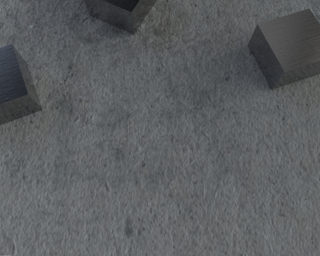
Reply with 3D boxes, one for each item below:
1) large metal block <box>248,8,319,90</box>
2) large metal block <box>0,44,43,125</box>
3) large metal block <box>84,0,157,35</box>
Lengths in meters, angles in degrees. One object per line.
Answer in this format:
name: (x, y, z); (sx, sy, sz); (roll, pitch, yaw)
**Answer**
large metal block: (0.184, -0.111, 0.438); (0.081, 0.050, 0.080); (-19, 71, -7)
large metal block: (-0.215, -0.053, 0.412); (0.080, 0.050, 0.080); (-22, 72, -8)
large metal block: (-0.057, -0.201, 0.468); (0.080, 0.050, 0.080); (26, 72, 8)
